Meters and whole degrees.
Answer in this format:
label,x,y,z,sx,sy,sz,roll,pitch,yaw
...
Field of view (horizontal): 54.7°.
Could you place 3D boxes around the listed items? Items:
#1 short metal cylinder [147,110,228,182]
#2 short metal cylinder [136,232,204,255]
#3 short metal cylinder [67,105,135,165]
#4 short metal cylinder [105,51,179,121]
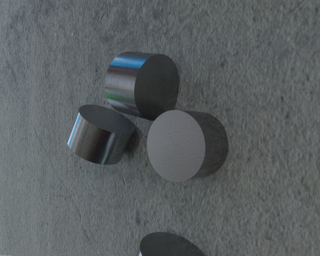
label,x,y,z,sx,sy,sz,roll,pitch,yaw
short metal cylinder,0.032,0.020,0.361,0.080,0.050,0.079,0,90,39
short metal cylinder,0.008,0.167,0.361,0.080,0.081,0.050,28,108,36
short metal cylinder,-0.082,0.008,0.435,0.080,0.081,0.050,38,113,33
short metal cylinder,-0.021,-0.053,0.384,0.050,0.081,0.079,16,100,38
